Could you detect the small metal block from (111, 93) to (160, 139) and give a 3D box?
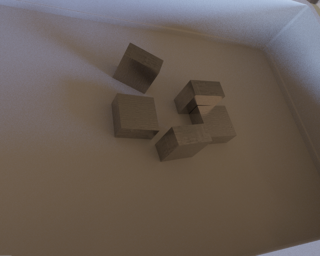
[{"bbox_3d":[-0.032,-0.014,0.397,0.050,0.025,0.050,4,60,-26],"label":"small metal block"}]

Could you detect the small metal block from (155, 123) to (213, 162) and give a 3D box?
[{"bbox_3d":[0.029,0.019,0.394,0.050,0.050,0.025,-6,65,-31],"label":"small metal block"}]

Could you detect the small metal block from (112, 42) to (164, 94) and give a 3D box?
[{"bbox_3d":[-0.031,-0.080,0.422,0.050,0.050,0.025,26,53,-12],"label":"small metal block"}]

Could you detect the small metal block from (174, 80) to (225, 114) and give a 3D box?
[{"bbox_3d":[0.056,-0.043,0.446,0.050,0.050,0.025,-1,63,-29],"label":"small metal block"}]

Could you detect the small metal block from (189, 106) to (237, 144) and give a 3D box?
[{"bbox_3d":[0.076,-0.005,0.449,0.050,0.025,0.050,-2,63,-29],"label":"small metal block"}]
